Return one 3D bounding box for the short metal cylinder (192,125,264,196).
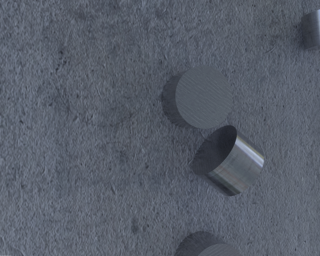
[{"bbox_3d":[0.089,0.043,0.412,0.050,0.080,0.080,38,78,-16],"label":"short metal cylinder"}]

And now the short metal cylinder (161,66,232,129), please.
[{"bbox_3d":[0.048,-0.039,0.413,0.081,0.050,0.080,0,90,-20],"label":"short metal cylinder"}]

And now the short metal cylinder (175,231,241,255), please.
[{"bbox_3d":[0.065,0.188,0.420,0.081,0.050,0.080,0,90,-20],"label":"short metal cylinder"}]

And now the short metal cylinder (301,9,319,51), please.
[{"bbox_3d":[0.263,-0.153,0.476,0.081,0.080,0.050,-11,94,-20],"label":"short metal cylinder"}]
